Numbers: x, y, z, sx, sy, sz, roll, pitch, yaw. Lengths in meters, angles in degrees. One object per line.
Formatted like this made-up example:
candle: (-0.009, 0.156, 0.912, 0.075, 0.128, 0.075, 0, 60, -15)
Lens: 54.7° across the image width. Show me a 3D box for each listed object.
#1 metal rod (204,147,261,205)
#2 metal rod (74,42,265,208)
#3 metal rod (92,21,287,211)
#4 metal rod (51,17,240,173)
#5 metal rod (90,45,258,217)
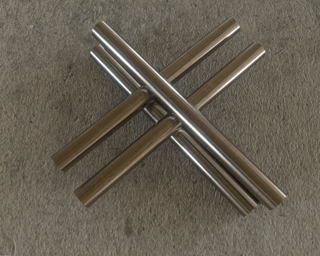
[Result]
metal rod: (0.030, -0.019, 0.417, 0.025, 0.025, 0.300, -40, 75, -13)
metal rod: (0.022, -0.013, 0.388, 0.301, 0.025, 0.025, -40, 75, -14)
metal rod: (0.023, -0.025, 0.365, 0.025, 0.025, 0.300, -41, 75, -14)
metal rod: (-0.009, -0.051, 0.401, 0.301, 0.025, 0.025, -40, 75, -14)
metal rod: (0.009, -0.006, 0.411, 0.025, 0.025, 0.300, -40, 75, -13)
